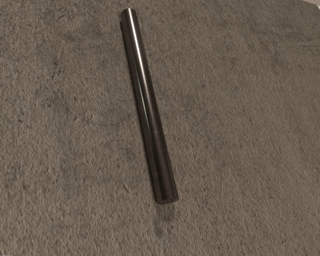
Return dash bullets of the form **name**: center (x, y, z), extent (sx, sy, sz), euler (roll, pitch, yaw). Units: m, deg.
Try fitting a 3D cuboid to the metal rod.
- **metal rod**: center (-0.020, -0.047, 0.422), extent (0.025, 0.025, 0.299), euler (2, 61, -28)
